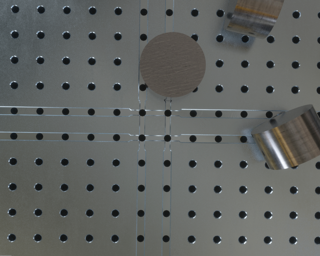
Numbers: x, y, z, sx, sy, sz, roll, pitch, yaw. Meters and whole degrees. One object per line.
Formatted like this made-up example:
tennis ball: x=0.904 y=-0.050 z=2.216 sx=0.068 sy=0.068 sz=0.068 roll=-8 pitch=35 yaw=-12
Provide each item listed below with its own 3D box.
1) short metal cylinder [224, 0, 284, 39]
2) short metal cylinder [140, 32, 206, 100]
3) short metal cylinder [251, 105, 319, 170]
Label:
short metal cylinder: x=0.117 y=-0.157 z=0.387 sx=0.050 sy=0.080 sz=0.080 roll=14 pitch=90 yaw=0
short metal cylinder: x=0.016 y=-0.077 z=0.401 sx=0.081 sy=0.050 sz=0.079 roll=0 pitch=90 yaw=0
short metal cylinder: x=0.163 y=0.011 z=0.388 sx=0.080 sy=0.080 sz=0.050 roll=-28 pitch=90 yaw=0
